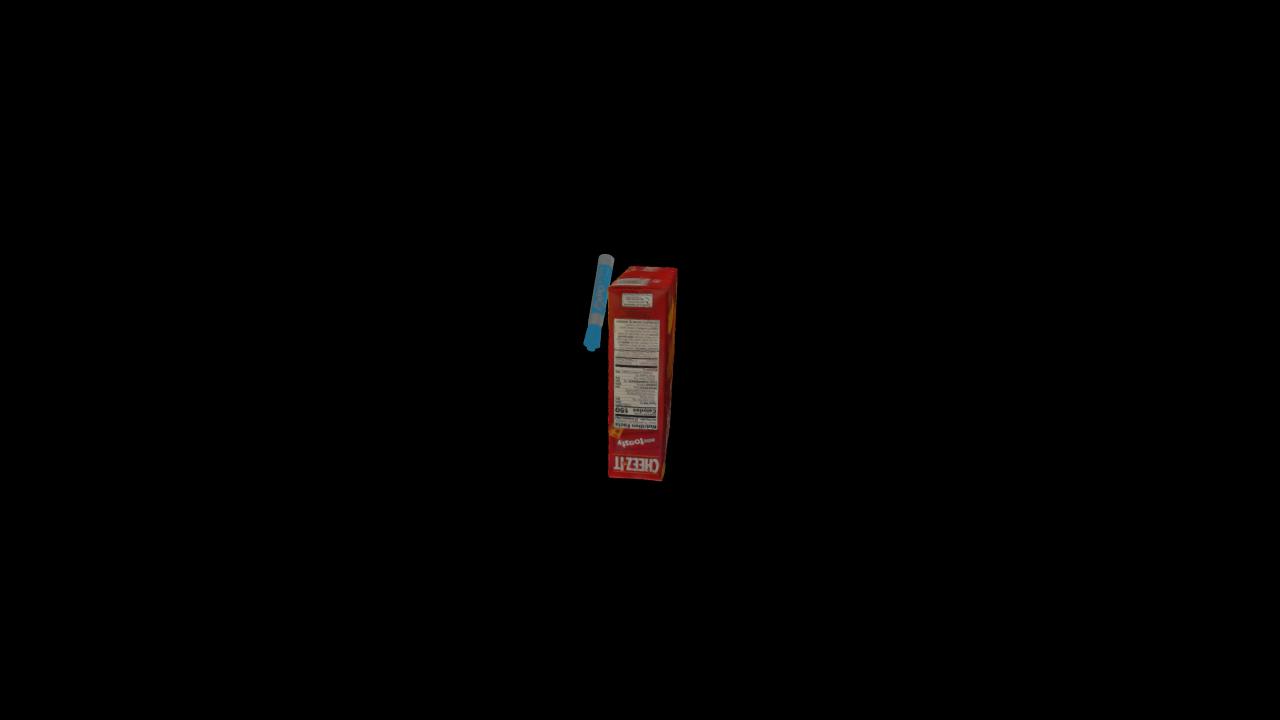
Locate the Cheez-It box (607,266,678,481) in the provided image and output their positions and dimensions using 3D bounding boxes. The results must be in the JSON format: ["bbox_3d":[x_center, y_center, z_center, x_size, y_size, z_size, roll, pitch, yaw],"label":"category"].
[{"bbox_3d":[0.005,0.008,0.733,0.071,0.223,0.166,3,16,6],"label":"Cheez-It box"}]

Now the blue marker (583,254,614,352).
[{"bbox_3d":[-0.047,-0.065,0.698,0.020,0.121,0.020,6,-24,3],"label":"blue marker"}]
